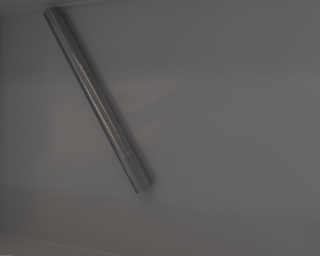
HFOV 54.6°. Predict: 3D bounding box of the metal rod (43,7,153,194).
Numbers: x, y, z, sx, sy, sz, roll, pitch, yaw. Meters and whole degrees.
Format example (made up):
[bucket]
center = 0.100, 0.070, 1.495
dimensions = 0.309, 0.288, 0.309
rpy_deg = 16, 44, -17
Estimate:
[metal rod]
center = -0.092, -0.045, 0.443
dimensions = 0.025, 0.025, 0.299
rpy_deg = -32, 80, 17
